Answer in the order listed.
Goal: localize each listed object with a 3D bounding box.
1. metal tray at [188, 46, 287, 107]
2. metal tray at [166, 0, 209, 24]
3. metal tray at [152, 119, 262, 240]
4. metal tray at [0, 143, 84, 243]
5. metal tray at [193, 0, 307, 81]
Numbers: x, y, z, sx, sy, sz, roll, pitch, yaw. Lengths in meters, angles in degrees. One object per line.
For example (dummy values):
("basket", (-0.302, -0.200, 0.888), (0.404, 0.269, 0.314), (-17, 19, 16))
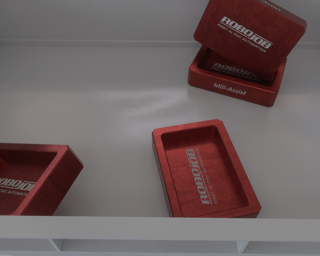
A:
("metal tray", (0.119, -0.088, 0.476), (0.130, 0.030, 0.090), (18, 52, 14))
("metal tray", (0.061, -0.258, 0.620), (0.091, 0.030, 0.130), (4, 50, 3))
("metal tray", (0.047, 0.052, 0.357), (0.091, 0.030, 0.130), (-9, 51, -8))
("metal tray", (-0.154, 0.059, 0.318), (0.130, 0.030, 0.090), (0, 45, 30))
("metal tray", (0.124, -0.138, 0.440), (0.130, 0.089, 0.030), (32, 43, 7))
